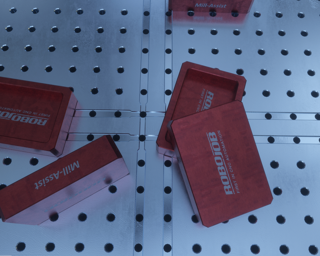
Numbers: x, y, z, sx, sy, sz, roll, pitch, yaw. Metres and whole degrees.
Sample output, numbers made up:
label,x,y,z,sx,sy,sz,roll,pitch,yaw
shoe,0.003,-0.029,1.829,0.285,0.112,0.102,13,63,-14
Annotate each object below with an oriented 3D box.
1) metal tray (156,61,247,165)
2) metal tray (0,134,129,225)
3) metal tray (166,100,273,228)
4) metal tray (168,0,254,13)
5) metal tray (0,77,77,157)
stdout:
label,x,y,z,sx,sy,sz,roll,pitch,yaw
metal tray,0.056,-0.019,0.416,0.090,0.030,0.130,17,71,5
metal tray,-0.103,0.062,0.353,0.131,0.090,0.030,-28,73,-10
metal tray,0.071,0.041,0.372,0.091,0.030,0.129,-18,91,-8
metal tray,0.080,-0.232,0.495,0.131,0.030,0.090,2,70,0
metal tray,-0.188,-0.018,0.413,0.131,0.030,0.090,9,70,3
